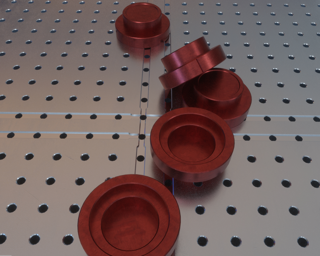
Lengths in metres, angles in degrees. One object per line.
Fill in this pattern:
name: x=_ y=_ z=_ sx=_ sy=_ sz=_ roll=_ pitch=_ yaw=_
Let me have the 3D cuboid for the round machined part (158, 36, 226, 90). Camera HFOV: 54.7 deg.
round machined part: x=0.041 y=-0.096 z=0.441 sx=0.099 sy=0.098 sz=0.042 roll=-33 pitch=101 yaw=-25

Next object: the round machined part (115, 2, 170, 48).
round machined part: x=-0.031 y=-0.189 z=0.555 sx=0.099 sy=0.042 sz=0.098 roll=0 pitch=50 yaw=0

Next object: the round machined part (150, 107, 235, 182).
round machined part: x=0.037 y=0.024 z=0.377 sx=0.099 sy=0.042 sz=0.098 roll=0 pitch=50 yaw=0

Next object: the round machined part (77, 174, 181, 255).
round machined part: x=-0.029 y=0.099 z=0.313 sx=0.099 sy=0.042 sz=0.098 roll=0 pitch=50 yaw=0

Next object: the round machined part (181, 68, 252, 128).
round machined part: x=0.080 y=-0.048 z=0.438 sx=0.099 sy=0.042 sz=0.098 roll=0 pitch=50 yaw=0
